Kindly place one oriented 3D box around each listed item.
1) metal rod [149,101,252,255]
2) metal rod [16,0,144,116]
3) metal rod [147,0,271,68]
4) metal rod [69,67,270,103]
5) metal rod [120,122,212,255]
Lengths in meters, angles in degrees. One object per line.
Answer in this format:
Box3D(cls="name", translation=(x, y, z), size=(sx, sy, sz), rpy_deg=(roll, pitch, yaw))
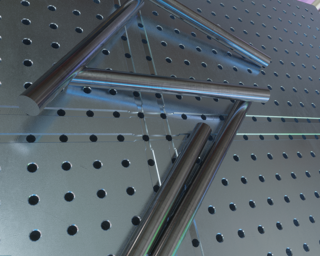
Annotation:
Box3D(cls="metal rod", translation=(0.069, 0.048, 0.417), size=(0.025, 0.025, 0.301), rpy_deg=(39, 51, -2))
Box3D(cls="metal rod", translation=(-0.084, -0.116, 0.411), size=(0.025, 0.025, 0.301), rpy_deg=(33, 44, -7))
Box3D(cls="metal rod", translation=(0.075, -0.184, 0.549), size=(0.302, 0.025, 0.025), rpy_deg=(24, 53, -19))
Box3D(cls="metal rod", translation=(0.027, -0.059, 0.442), size=(0.303, 0.025, 0.025), rpy_deg=(3, 61, -21))
Box3D(cls="metal rod", translation=(-0.004, 0.098, 0.347), size=(0.025, 0.025, 0.301), rpy_deg=(37, 51, -4))
